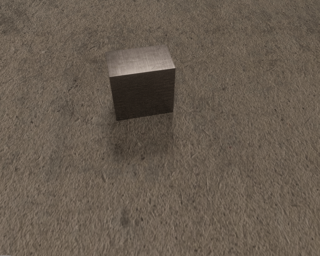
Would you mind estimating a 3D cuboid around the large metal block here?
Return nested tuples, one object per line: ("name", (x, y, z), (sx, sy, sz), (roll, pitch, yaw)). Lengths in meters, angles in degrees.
("large metal block", (-0.026, -0.060, 0.418), (0.081, 0.080, 0.050), (-9, 51, -8))
